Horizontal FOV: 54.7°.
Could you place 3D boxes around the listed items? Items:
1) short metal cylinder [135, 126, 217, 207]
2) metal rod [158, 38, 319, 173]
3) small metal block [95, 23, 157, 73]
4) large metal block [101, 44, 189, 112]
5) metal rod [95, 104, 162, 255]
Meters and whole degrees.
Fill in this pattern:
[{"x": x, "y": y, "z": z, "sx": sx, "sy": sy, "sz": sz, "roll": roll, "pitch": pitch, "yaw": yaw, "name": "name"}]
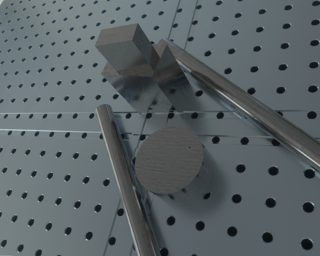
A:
[{"x": 0.019, "y": 0.044, "z": 0.354, "sx": 0.080, "sy": 0.050, "sz": 0.080, "roll": -13, "pitch": 56, "yaw": 20, "name": "short metal cylinder"}, {"x": 0.087, "y": -0.044, "z": 0.388, "sx": 0.025, "sy": 0.025, "sz": 0.300, "roll": -43, "pitch": 51, "yaw": -2, "name": "metal rod"}, {"x": -0.039, "y": -0.093, "z": 0.365, "sx": 0.050, "sy": 0.050, "sz": 0.025, "roll": 0, "pitch": 62, "yaw": 28, "name": "small metal block"}, {"x": -0.018, "y": -0.068, "z": 0.423, "sx": 0.080, "sy": 0.080, "sz": 0.050, "roll": 9, "pitch": 67, "yaw": 32, "name": "large metal block"}, {"x": -0.036, "y": 0.081, "z": 0.375, "sx": 0.025, "sy": 0.025, "sz": 0.300, "roll": -31, "pitch": 52, "yaw": 8, "name": "metal rod"}]
